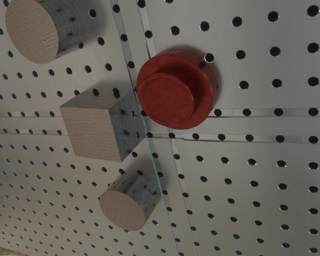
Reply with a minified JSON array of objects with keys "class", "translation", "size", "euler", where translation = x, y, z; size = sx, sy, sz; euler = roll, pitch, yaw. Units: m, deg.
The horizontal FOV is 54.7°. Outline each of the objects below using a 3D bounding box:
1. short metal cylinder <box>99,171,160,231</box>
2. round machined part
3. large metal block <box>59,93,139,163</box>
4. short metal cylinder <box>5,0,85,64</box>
[{"class":"short metal cylinder","translation":[-0.048,0.115,0.492],"size":[0.080,0.050,0.079],"euler":[13,124,21]},{"class":"round machined part","translation":[0.015,-0.040,0.368],"size":[0.098,0.042,0.097],"euler":[13,124,21]},{"class":"large metal block","translation":[-0.083,-0.003,0.437],"size":[0.080,0.050,0.079],"euler":[4,121,26]},{"class":"short metal cylinder","translation":[-0.145,-0.127,0.393],"size":[0.080,0.050,0.079],"euler":[13,124,21]}]
